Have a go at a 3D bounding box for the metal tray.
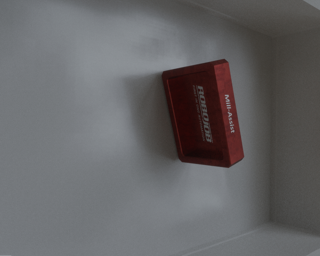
[{"bbox_3d":[0.054,-0.017,0.405,0.030,0.090,0.129,-21,104,-39],"label":"metal tray"}]
